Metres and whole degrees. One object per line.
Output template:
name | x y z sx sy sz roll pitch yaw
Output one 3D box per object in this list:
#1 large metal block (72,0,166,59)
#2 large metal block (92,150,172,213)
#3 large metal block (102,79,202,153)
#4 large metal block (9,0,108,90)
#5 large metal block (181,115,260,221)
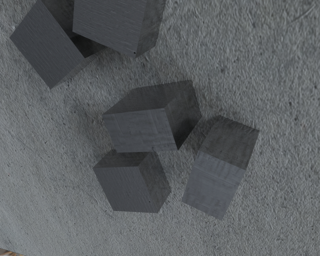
large metal block | -0.042 -0.132 0.331 0.080 0.050 0.079 26 128 12
large metal block | -0.040 0.077 0.459 0.080 0.050 0.080 -6 115 31
large metal block | -0.006 -0.014 0.366 0.080 0.080 0.050 -4 116 30
large metal block | -0.127 -0.108 0.391 0.080 0.050 0.080 -28 103 37
large metal block | 0.071 0.044 0.361 0.050 0.080 0.079 23 127 14
